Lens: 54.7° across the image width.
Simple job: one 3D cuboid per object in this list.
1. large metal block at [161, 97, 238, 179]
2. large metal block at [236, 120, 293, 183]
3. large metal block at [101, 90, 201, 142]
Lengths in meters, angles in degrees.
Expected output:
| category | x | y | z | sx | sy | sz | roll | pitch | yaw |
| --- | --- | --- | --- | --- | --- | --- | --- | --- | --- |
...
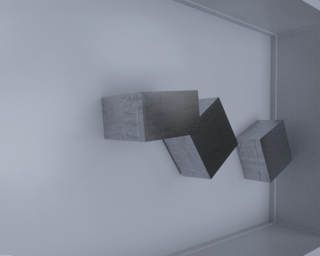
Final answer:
| category | x | y | z | sx | sy | sz | roll | pitch | yaw |
| --- | --- | --- | --- | --- | --- | --- | --- | --- | --- |
| large metal block | 0.057 | 0.013 | 0.434 | 0.080 | 0.050 | 0.080 | -43 | 117 | -36 |
| large metal block | 0.182 | 0.038 | 0.543 | 0.081 | 0.050 | 0.080 | -30 | 109 | -36 |
| large metal block | -0.011 | -0.015 | 0.361 | 0.081 | 0.080 | 0.050 | -7 | 95 | -40 |
